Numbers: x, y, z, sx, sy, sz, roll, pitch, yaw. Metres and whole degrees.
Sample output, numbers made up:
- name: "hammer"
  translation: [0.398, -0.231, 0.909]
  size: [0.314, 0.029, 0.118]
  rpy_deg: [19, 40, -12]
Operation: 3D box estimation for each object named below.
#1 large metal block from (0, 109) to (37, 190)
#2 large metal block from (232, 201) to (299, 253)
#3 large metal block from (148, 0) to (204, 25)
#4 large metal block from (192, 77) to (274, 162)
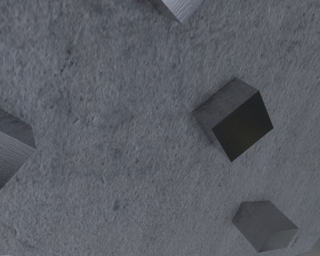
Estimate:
- name: "large metal block"
  translation: [-0.184, 0.019, 0.302]
  size: [0.080, 0.050, 0.080]
  rpy_deg: [-47, 130, 5]
- name: "large metal block"
  translation: [0.203, 0.188, 0.602]
  size: [0.081, 0.080, 0.050]
  rpy_deg: [6, 115, -32]
- name: "large metal block"
  translation: [0.013, -0.163, 0.298]
  size: [0.080, 0.050, 0.080]
  rpy_deg: [-48, 129, 6]
- name: "large metal block"
  translation: [0.105, -0.011, 0.443]
  size: [0.080, 0.050, 0.080]
  rpy_deg: [-39, 130, -2]
